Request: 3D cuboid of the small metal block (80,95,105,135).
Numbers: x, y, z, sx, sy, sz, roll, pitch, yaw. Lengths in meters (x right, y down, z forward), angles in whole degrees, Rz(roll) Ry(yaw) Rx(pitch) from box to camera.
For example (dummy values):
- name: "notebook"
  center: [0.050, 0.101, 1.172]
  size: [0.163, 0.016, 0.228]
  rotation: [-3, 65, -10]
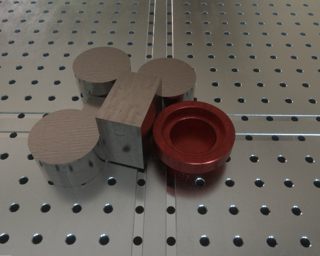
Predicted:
- name: "small metal block"
  center: [-0.079, -0.014, 0.418]
  size: [0.050, 0.025, 0.050]
  rotation: [12, 51, 9]

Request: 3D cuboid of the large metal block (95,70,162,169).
- name: "large metal block"
  center: [-0.033, -0.010, 0.376]
  size: [0.050, 0.080, 0.080]
  rotation: [12, 51, 10]

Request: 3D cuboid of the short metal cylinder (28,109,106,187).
- name: "short metal cylinder"
  center: [-0.108, 0.023, 0.371]
  size: [0.080, 0.050, 0.080]
  rotation: [0, 50, 0]

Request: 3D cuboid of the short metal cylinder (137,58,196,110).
- name: "short metal cylinder"
  center: [0.009, -0.054, 0.436]
  size: [0.080, 0.050, 0.080]
  rotation: [0, 50, 0]

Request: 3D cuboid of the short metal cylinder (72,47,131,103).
- name: "short metal cylinder"
  center: [-0.082, -0.074, 0.453]
  size: [0.080, 0.050, 0.080]
  rotation: [0, 50, 0]

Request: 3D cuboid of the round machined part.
- name: "round machined part"
  center: [0.040, 0.015, 0.384]
  size: [0.099, 0.042, 0.098]
  rotation: [0, 50, 0]
